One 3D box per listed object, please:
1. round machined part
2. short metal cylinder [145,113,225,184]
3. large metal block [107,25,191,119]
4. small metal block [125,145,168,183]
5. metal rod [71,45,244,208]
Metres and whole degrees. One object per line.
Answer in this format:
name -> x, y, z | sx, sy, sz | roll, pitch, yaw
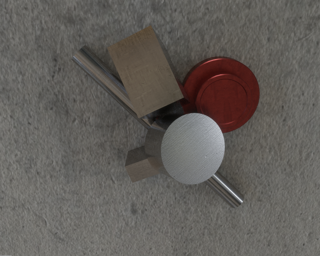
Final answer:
round machined part -> 0.076, -0.038, 0.388 | 0.099, 0.042, 0.097 | 0, 110, -1
short metal cylinder -> 0.028, 0.022, 0.366 | 0.081, 0.050, 0.079 | -1, 93, -23
large metal block -> -0.008, -0.057, 0.349 | 0.050, 0.080, 0.080 | -25, 86, 10
small metal block -> -0.017, 0.043, 0.414 | 0.050, 0.050, 0.025 | -20, 108, 6
metal rod -> 0.007, 0.007, 0.414 | 0.025, 0.025, 0.300 | -43, 105, 14
